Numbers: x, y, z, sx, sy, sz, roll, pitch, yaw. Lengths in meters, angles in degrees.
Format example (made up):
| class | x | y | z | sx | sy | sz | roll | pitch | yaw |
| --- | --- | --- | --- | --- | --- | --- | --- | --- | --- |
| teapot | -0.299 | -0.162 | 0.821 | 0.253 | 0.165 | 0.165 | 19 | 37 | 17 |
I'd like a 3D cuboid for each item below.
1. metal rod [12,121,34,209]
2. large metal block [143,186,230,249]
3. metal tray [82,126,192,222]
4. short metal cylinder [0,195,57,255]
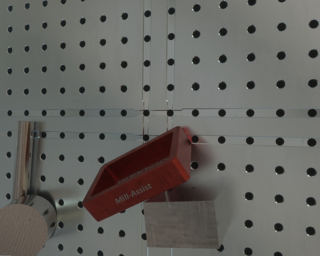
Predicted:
| class | x | y | z | sx | sy | sz | roll | pitch | yaw |
| --- | --- | --- | --- | --- | --- | --- | --- | --- | --- |
| metal rod | -0.223 | 0.138 | 0.491 | 0.025 | 0.025 | 0.298 | 5 | 92 | 20 |
| large metal block | 0.035 | 0.104 | 0.371 | 0.080 | 0.080 | 0.050 | -6 | 88 | 20 |
| metal tray | -0.025 | 0.054 | 0.384 | 0.130 | 0.090 | 0.030 | -28 | 108 | 17 |
| short metal cylinder | -0.199 | 0.144 | 0.454 | 0.081 | 0.050 | 0.079 | 0 | 92 | -4 |
